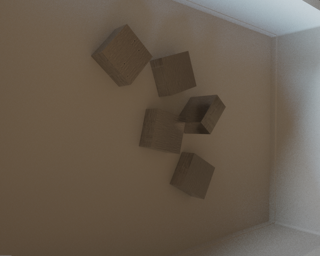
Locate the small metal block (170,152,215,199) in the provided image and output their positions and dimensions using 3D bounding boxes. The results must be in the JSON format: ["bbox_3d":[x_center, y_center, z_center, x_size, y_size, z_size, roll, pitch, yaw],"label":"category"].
[{"bbox_3d":[0.048,0.069,0.447,0.050,0.025,0.050,36,68,-34],"label":"small metal block"}]

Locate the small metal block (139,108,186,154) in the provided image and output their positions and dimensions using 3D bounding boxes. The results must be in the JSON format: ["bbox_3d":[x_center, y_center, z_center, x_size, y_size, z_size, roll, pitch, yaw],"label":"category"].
[{"bbox_3d":[0.004,0.005,0.410,0.050,0.025,0.050,17,79,-39],"label":"small metal block"}]

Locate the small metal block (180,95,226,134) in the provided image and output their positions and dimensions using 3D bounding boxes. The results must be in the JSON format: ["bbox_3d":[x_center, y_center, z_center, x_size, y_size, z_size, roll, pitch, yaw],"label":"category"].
[{"bbox_3d":[0.057,-0.019,0.438,0.025,0.050,0.050,48,62,-30],"label":"small metal block"}]

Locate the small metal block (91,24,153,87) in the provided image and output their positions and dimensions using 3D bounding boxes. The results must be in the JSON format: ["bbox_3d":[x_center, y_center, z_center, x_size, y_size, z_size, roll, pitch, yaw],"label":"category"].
[{"bbox_3d":[-0.044,-0.086,0.369,0.050,0.025,0.050,48,61,-29],"label":"small metal block"}]

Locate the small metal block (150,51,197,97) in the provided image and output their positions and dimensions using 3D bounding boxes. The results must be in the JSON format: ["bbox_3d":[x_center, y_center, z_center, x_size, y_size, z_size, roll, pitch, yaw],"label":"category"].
[{"bbox_3d":[0.019,-0.074,0.422,0.050,0.025,0.050,-24,106,-37],"label":"small metal block"}]
